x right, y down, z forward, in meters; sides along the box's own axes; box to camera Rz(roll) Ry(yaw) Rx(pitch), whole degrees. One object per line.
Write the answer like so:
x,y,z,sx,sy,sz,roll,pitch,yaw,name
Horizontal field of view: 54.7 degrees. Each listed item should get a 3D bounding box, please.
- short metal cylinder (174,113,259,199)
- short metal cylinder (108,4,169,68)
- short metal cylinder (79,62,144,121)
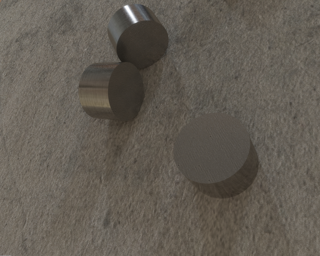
0.062,0.030,0.336,0.080,0.050,0.080,-13,56,20,short metal cylinder
-0.034,-0.138,0.469,0.080,0.080,0.050,-32,52,7,short metal cylinder
-0.066,-0.051,0.433,0.050,0.080,0.080,5,64,30,short metal cylinder
